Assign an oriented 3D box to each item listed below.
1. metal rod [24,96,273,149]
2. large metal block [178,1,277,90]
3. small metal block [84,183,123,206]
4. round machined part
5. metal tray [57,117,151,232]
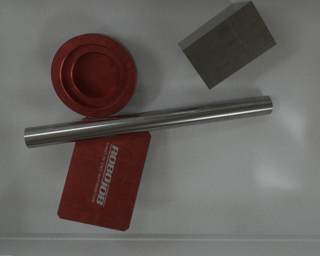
[{"bbox_3d":[-0.008,-0.009,0.385,0.302,0.025,0.025,-8,110,-7],"label":"metal rod"},{"bbox_3d":[0.070,-0.095,0.348,0.080,0.080,0.050,-34,107,11],"label":"large metal block"},{"bbox_3d":[-0.075,0.085,0.428,0.050,0.050,0.025,5,110,-2],"label":"small metal block"},{"bbox_3d":[-0.076,-0.065,0.377,0.099,0.042,0.097,0,110,-1],"label":"round machined part"},{"bbox_3d":[-0.070,0.058,0.403,0.091,0.030,0.129,14,86,-6],"label":"metal tray"}]
